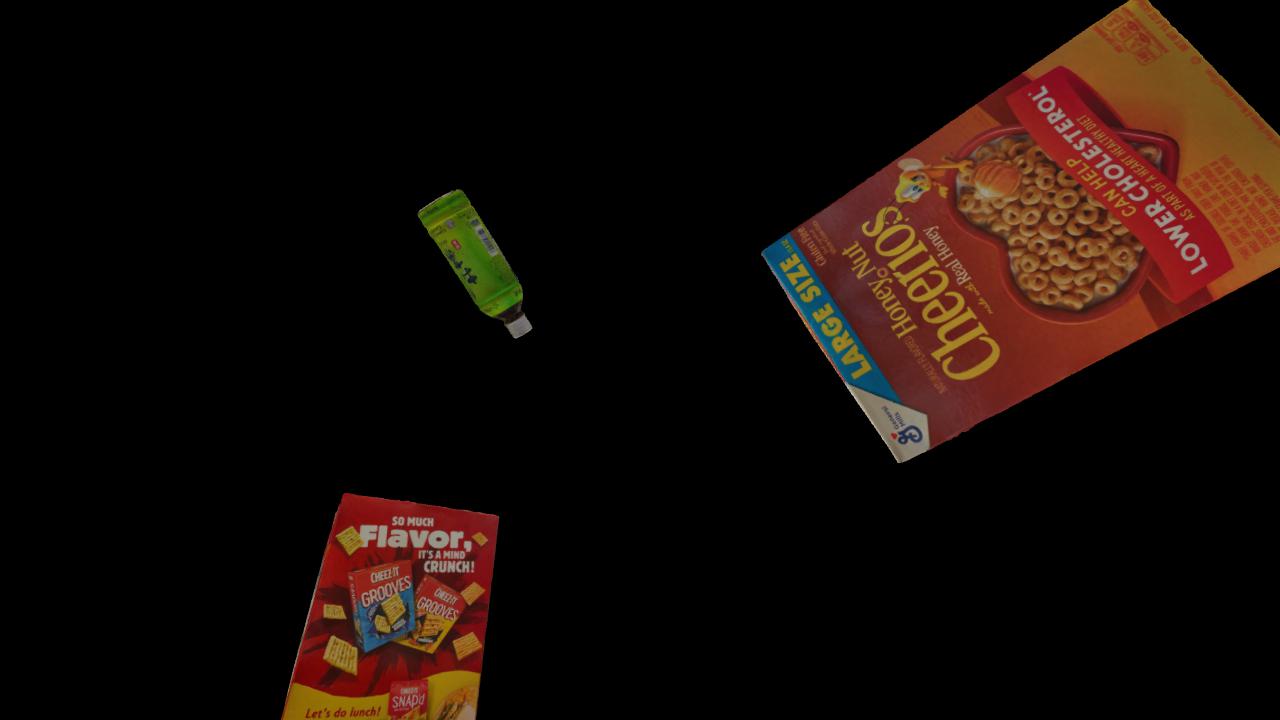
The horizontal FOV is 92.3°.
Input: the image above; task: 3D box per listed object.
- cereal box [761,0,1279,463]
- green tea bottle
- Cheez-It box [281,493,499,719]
[{"bbox_3d":[0.276,-0.082,0.464,0.306,0.203,0.081,-33,-15,18],"label":"cereal box"},{"bbox_3d":[-0.216,-0.126,0.845,0.073,0.212,0.073,-29,15,8],"label":"green tea bottle"},{"bbox_3d":[-0.240,0.257,0.614,0.166,0.223,0.071,15,-37,-24],"label":"Cheez-It box"}]
